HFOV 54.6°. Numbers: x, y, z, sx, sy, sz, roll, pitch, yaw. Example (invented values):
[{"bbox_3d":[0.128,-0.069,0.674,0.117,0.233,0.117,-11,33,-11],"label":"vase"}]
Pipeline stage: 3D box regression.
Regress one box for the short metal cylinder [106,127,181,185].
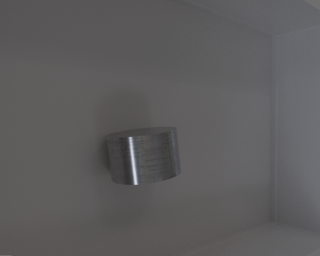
[{"bbox_3d":[-0.018,0.029,0.355,0.081,0.080,0.050,-11,97,-39],"label":"short metal cylinder"}]
